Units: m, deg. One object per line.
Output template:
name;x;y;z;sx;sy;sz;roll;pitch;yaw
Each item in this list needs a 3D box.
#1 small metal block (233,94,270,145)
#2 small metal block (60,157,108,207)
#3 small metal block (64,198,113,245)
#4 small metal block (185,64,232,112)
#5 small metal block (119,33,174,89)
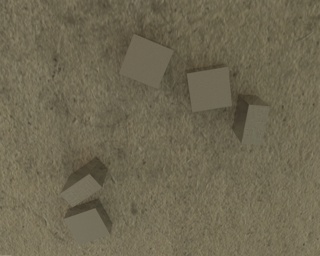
small metal block;0.114;-0.012;0.394;0.025;0.050;0.050;5;110;-2
small metal block;-0.102;0.072;0.422;0.050;0.050;0.025;-34;107;11
small metal block;-0.105;0.139;0.460;0.050;0.025;0.050;-20;109;7
small metal block;0.061;-0.051;0.392;0.050;0.025;0.050;-9;110;3
small metal block;-0.017;-0.082;0.379;0.050;0.025;0.050;21;109;-8
